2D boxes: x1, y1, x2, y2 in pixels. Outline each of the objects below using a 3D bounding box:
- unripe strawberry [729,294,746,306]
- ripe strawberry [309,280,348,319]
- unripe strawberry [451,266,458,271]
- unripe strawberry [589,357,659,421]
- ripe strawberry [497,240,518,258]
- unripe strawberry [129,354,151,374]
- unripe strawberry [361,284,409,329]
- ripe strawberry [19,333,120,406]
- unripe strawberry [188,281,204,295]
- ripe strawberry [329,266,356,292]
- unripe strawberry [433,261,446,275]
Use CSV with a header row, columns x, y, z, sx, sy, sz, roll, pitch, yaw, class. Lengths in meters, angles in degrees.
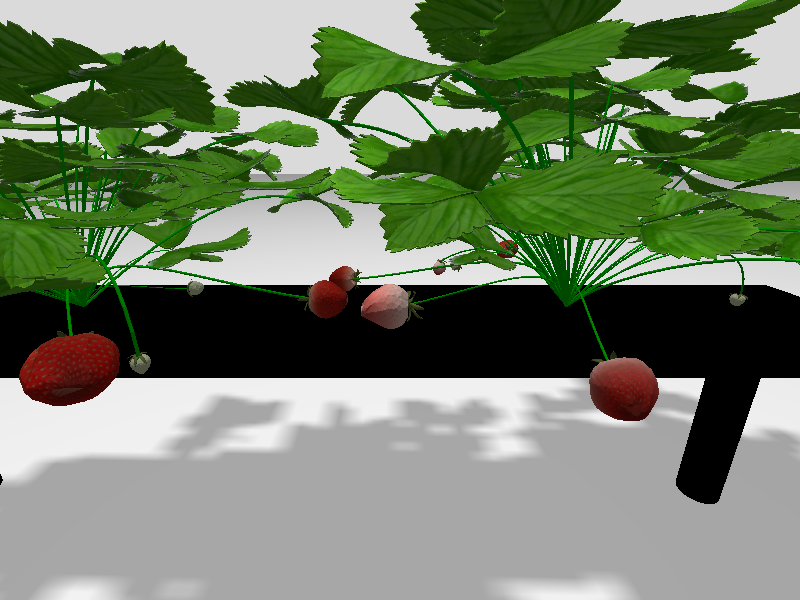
x,y,z,sx,sy,sz,roll,pitch,yaw,class
0.307,0.000,0.364,0.012,0.011,0.010,1,19,2,unripe strawberry
-0.061,-0.001,0.347,0.033,0.033,0.031,2,20,5,ripe strawberry
0.068,-0.042,0.490,0.013,0.011,0.013,-13,12,-33,unripe strawberry
0.116,0.048,0.207,0.032,0.034,0.035,4,20,12,unripe strawberry
0.145,-0.070,0.548,0.029,0.025,0.029,-1,12,-3,ripe strawberry
-0.154,0.038,0.237,0.011,0.011,0.011,18,26,42,unripe strawberry
-0.013,0.005,0.322,0.039,0.038,0.036,-6,20,-15,unripe strawberry
-0.177,0.040,0.217,0.044,0.039,0.040,-14,24,-34,ripe strawberry
-0.204,-0.012,0.401,0.014,0.015,0.013,-6,20,-19,unripe strawberry
-0.060,-0.023,0.416,0.028,0.027,0.026,4,20,12,ripe strawberry
0.046,-0.038,0.475,0.017,0.017,0.015,-18,44,-41,unripe strawberry
